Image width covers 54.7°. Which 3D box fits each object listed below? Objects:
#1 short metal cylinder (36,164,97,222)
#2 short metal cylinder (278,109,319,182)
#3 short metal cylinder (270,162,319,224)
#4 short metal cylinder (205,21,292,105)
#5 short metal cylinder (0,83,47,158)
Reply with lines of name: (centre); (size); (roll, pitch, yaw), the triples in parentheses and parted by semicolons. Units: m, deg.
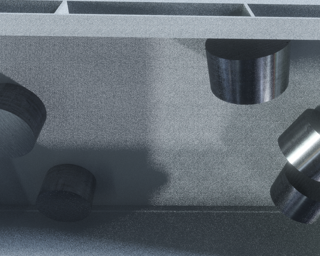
short metal cylinder: (-0.142, 0.101, 0.477); (0.081, 0.050, 0.079); (0, 130, 0)
short metal cylinder: (0.200, 0.021, 0.392); (0.080, 0.080, 0.050); (20, 127, -17)
short metal cylinder: (0.210, 0.091, 0.452); (0.081, 0.080, 0.050); (8, 130, -7)
short metal cylinder: (0.089, -0.068, 0.316); (0.080, 0.080, 0.050); (-9, 130, 7)
short metal cylinder: (-0.189, -0.008, 0.384); (0.081, 0.050, 0.079); (0, 130, 0)
